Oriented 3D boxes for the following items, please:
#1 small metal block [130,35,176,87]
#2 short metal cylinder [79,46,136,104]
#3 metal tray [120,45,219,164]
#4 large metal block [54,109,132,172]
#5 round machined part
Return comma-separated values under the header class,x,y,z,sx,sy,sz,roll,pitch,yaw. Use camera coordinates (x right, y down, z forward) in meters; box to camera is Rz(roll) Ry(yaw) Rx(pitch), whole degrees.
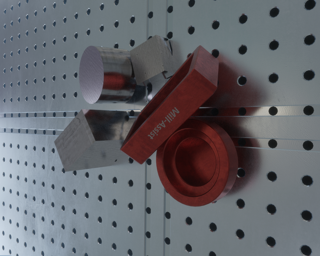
class,x,y,z,sx,sy,sz,roll,pitch,yaw
small metal block,-0.010,-0.089,0.418,0.050,0.025,0.050,-21,77,38
short metal cylinder,-0.076,-0.075,0.445,0.080,0.050,0.079,8,100,52
metal tray,0.012,-0.027,0.358,0.030,0.090,0.129,38,120,-11
large metal block,-0.091,0.018,0.449,0.080,0.081,0.050,-42,65,32
round machined part,0.046,0.038,0.360,0.098,0.042,0.097,0,90,40
